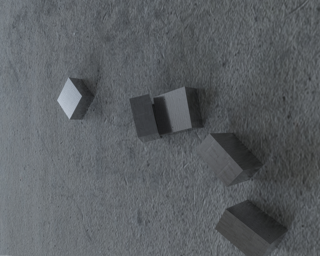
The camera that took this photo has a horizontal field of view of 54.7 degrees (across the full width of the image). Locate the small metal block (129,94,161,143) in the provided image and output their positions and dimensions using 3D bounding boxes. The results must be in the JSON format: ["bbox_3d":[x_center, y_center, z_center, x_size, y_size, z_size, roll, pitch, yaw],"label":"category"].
[{"bbox_3d":[-0.018,-0.011,0.401,0.025,0.050,0.050,-14,79,1],"label":"small metal block"}]

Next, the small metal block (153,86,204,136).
[{"bbox_3d":[0.022,-0.020,0.387,0.050,0.025,0.050,-15,81,39],"label":"small metal block"}]

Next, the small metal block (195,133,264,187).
[{"bbox_3d":[0.074,0.032,0.328,0.050,0.050,0.025,51,120,28],"label":"small metal block"}]

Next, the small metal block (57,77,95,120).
[{"bbox_3d":[-0.143,-0.049,0.523,0.050,0.025,0.050,50,119,28],"label":"small metal block"}]

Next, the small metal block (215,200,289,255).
[{"bbox_3d":[0.093,0.102,0.312,0.050,0.050,0.025,36,112,34],"label":"small metal block"}]
